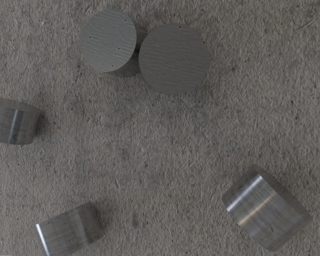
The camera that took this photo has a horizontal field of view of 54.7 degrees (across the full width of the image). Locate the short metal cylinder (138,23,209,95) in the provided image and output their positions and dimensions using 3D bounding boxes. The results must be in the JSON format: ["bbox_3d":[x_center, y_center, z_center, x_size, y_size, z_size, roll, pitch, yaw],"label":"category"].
[{"bbox_3d":[0.014,-0.080,0.375,0.081,0.050,0.079,-1,96,-6],"label":"short metal cylinder"}]

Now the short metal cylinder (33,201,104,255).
[{"bbox_3d":[-0.124,0.140,0.423,0.080,0.080,0.050,-26,81,18],"label":"short metal cylinder"}]

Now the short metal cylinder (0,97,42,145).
[{"bbox_3d":[-0.224,-0.012,0.459,0.080,0.080,0.050,19,97,19],"label":"short metal cylinder"}]

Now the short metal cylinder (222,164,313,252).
[{"bbox_3d":[0.115,0.085,0.339,0.080,0.080,0.050,44,104,14],"label":"short metal cylinder"}]

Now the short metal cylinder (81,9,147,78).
[{"bbox_3d":[-0.058,-0.111,0.416,0.080,0.050,0.080,0,90,20],"label":"short metal cylinder"}]
